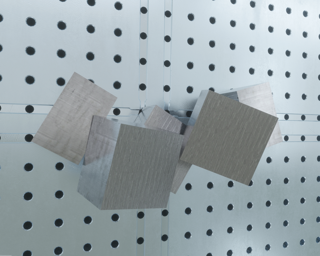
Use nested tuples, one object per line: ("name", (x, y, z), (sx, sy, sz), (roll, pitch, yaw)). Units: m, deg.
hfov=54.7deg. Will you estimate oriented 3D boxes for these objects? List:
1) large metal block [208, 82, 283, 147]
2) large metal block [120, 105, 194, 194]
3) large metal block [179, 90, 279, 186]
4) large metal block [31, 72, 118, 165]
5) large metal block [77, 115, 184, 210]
("large metal block", (0.113, -0.014, 0.426), (0.050, 0.080, 0.080), (-17, 96, -19))
("large metal block", (-0.002, 0.027, 0.399), (0.080, 0.050, 0.080), (34, 79, -17))
("large metal block", (0.073, 0.008, 0.354), (0.080, 0.050, 0.080), (22, 96, -4))
("large metal block", (-0.098, -0.010, 0.347), (0.050, 0.080, 0.080), (32, 80, -18))
("large metal block", (-0.030, 0.036, 0.319), (0.081, 0.050, 0.080), (11, 93, -41))
